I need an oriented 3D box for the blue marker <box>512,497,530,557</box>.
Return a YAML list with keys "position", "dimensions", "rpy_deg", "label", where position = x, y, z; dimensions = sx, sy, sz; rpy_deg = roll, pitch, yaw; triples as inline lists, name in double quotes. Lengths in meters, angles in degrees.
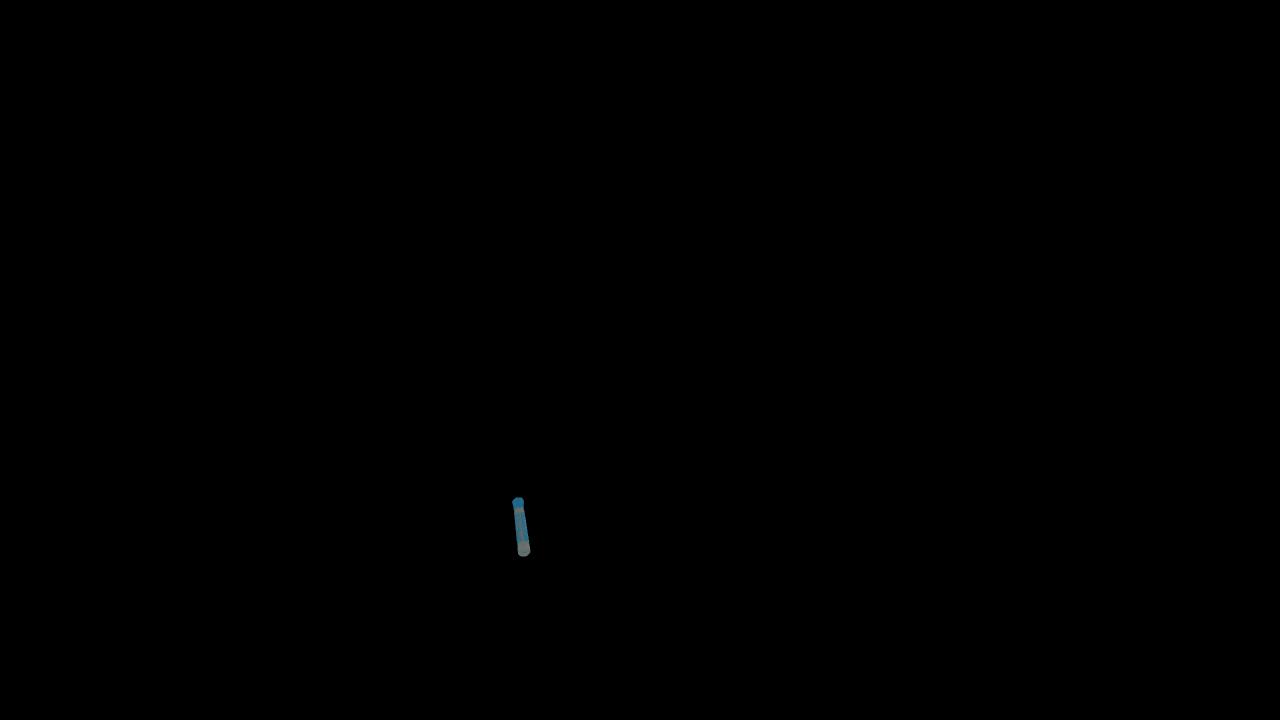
- position: [-0.191, 0.264, 0.986]
  dimensions: [0.020, 0.020, 0.121]
  rpy_deg: [0, 29, -17]
  label: "blue marker"
